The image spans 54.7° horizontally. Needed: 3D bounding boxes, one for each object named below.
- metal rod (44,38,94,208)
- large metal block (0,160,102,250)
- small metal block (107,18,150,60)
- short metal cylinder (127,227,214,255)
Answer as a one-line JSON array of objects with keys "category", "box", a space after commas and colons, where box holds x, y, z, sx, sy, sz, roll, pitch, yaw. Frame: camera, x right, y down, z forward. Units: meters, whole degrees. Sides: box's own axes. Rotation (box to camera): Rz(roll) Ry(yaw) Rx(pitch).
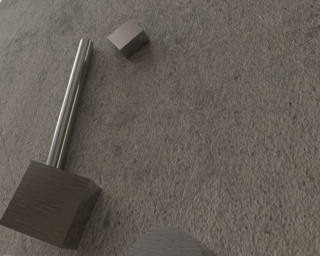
[{"category": "metal rod", "box": [-0.145, -0.024, 0.492, 0.025, 0.025, 0.299, -9, 58, 23]}, {"category": "large metal block", "box": [-0.130, 0.095, 0.380, 0.080, 0.050, 0.080, 16, 68, 12]}, {"category": "small metal block", "box": [-0.053, -0.150, 0.522, 0.050, 0.025, 0.050, -41, 51, 0]}, {"category": "short metal cylinder", "box": [0.012, 0.140, 0.295, 0.080, 0.050, 0.080, -13, 56, 20]}]
